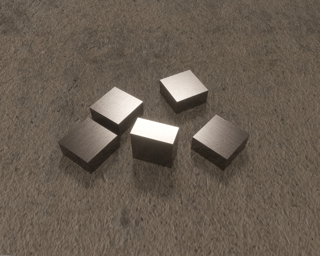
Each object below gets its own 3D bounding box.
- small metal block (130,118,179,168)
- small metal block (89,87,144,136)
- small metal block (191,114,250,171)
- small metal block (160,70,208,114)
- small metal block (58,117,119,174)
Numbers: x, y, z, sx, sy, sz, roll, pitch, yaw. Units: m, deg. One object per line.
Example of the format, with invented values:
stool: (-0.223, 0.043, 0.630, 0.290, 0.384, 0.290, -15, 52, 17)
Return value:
small metal block: (-0.006, 0.019, 0.371, 0.050, 0.050, 0.025, 14, 52, 11)
small metal block: (-0.058, -0.023, 0.422, 0.050, 0.025, 0.050, 29, 56, 22)
small metal block: (0.075, 0.017, 0.390, 0.050, 0.025, 0.050, 34, 58, 25)
small metal block: (0.034, -0.053, 0.448, 0.050, 0.025, 0.050, -22, 54, -18)
small metal block: (-0.088, 0.021, 0.385, 0.050, 0.025, 0.050, 30, 56, 22)
